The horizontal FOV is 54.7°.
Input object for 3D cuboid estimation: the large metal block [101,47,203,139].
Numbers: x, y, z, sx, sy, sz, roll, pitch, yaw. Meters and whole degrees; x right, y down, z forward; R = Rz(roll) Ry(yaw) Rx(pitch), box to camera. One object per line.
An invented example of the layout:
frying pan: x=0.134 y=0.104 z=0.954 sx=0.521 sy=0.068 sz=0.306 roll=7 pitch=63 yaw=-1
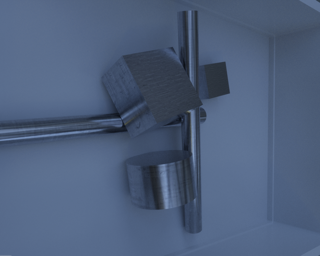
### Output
large metal block: x=-0.008 y=-0.043 z=0.365 sx=0.081 sy=0.050 sz=0.080 roll=-23 pitch=85 yaw=-42

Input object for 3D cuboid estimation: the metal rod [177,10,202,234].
metal rod: x=0.041 y=0.003 z=0.412 sx=0.025 sy=0.025 sz=0.298 roll=-16 pitch=110 yaw=-39

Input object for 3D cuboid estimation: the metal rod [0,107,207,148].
metal rod: x=-0.056 y=-0.005 z=0.361 sx=0.302 sy=0.025 sz=0.025 roll=-7 pitch=95 yaw=-40

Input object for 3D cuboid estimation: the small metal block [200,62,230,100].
small metal block: x=0.079 y=-0.073 z=0.475 sx=0.050 sy=0.025 sz=0.050 roll=-17 pitch=101 yaw=-39

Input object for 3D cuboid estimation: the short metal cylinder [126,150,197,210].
short metal cylinder: x=0.002 y=0.060 z=0.375 sx=0.081 sy=0.080 sz=0.050 roll=-12 pitch=98 yaw=-40
